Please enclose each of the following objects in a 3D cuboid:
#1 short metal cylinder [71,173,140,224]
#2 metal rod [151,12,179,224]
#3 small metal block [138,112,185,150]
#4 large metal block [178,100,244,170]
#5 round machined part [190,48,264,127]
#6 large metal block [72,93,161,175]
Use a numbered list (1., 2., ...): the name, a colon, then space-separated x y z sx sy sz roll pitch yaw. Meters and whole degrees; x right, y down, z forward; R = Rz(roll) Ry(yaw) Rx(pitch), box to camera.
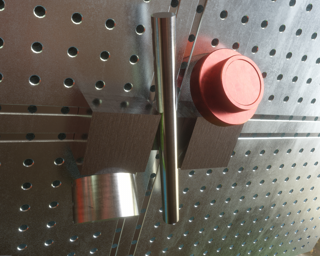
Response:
1. short metal cylinder: -0.068 0.089 0.385 0.081 0.050 0.080 -8 163 -2
2. metal rod: 0.010 0.012 0.390 0.025 0.025 0.298 -16 125 -19
3. small metal block: -0.001 0.002 0.413 0.050 0.025 0.050 1 118 -29
4. large metal block: 0.062 0.010 0.436 0.081 0.050 0.079 1 118 -29
5. round machined part: 0.090 -0.052 0.385 0.099 0.042 0.097 4 81 -28
6. large metal block: -0.054 0.007 0.371 0.081 0.050 0.079 2 118 -30
